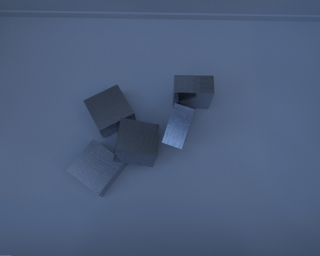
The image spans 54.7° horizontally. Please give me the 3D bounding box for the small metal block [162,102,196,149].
[{"bbox_3d":[0.025,-0.005,0.389,0.025,0.050,0.050,19,99,6],"label":"small metal block"}]

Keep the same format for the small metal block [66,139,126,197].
[{"bbox_3d":[-0.079,0.051,0.390,0.050,0.025,0.050,34,73,11],"label":"small metal block"}]

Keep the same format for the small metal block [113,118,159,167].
[{"bbox_3d":[-0.029,0.018,0.389,0.050,0.025,0.050,11,48,-9],"label":"small metal block"}]

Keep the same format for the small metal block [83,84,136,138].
[{"bbox_3d":[-0.067,-0.023,0.415,0.050,0.025,0.050,-28,69,-10],"label":"small metal block"}]

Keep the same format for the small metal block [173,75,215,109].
[{"bbox_3d":[0.043,-0.047,0.414,0.050,0.050,0.025,1,70,0],"label":"small metal block"}]
